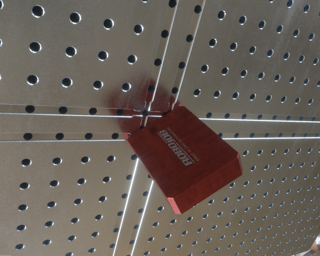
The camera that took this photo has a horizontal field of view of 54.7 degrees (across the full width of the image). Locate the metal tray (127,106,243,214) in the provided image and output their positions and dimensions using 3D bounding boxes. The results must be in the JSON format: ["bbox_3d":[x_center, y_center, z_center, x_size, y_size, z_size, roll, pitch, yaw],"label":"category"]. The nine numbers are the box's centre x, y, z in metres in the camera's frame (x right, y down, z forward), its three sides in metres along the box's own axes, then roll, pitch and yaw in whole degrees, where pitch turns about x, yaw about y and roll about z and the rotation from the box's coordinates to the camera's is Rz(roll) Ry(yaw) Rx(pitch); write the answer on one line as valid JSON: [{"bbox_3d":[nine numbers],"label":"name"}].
[{"bbox_3d":[0.025,0.031,0.377,0.090,0.130,0.030,-31,129,-9],"label":"metal tray"}]
